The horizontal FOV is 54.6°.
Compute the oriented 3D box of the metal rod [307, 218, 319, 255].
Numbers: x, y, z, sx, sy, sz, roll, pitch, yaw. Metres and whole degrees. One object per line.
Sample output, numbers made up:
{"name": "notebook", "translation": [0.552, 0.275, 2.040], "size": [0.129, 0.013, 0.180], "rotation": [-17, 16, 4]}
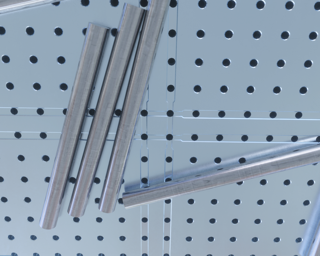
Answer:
{"name": "metal rod", "translation": [0.262, 0.080, 0.444], "size": [0.025, 0.025, 0.298], "rotation": [6, 110, -3]}

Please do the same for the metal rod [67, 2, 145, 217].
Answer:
{"name": "metal rod", "translation": [-0.076, -0.009, 0.409], "size": [0.025, 0.025, 0.298], "rotation": [17, 109, -6]}

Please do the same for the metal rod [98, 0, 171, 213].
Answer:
{"name": "metal rod", "translation": [-0.039, -0.018, 0.406], "size": [0.025, 0.025, 0.298], "rotation": [15, 109, -5]}

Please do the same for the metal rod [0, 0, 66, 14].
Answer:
{"name": "metal rod", "translation": [-0.132, -0.155, 0.355], "size": [0.301, 0.025, 0.025], "rotation": [-11, 110, 4]}

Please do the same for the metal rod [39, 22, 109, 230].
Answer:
{"name": "metal rod", "translation": [-0.120, 0.011, 0.416], "size": [0.025, 0.025, 0.298], "rotation": [18, 109, -7]}

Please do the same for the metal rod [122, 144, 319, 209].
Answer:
{"name": "metal rod", "translation": [0.094, 0.068, 0.438], "size": [0.301, 0.025, 0.025], "rotation": [-15, 110, 5]}
